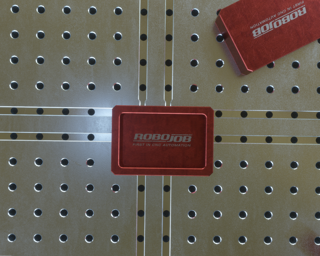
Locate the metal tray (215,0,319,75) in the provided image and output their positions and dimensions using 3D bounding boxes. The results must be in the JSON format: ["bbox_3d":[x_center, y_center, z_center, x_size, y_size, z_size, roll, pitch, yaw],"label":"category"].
[{"bbox_3d":[0.153,-0.140,0.413,0.131,0.030,0.090,-27,90,-1],"label":"metal tray"}]

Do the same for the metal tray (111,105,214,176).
[{"bbox_3d":[0.003,0.016,0.410,0.131,0.030,0.089,1,90,-1],"label":"metal tray"}]
